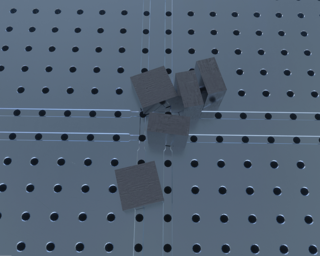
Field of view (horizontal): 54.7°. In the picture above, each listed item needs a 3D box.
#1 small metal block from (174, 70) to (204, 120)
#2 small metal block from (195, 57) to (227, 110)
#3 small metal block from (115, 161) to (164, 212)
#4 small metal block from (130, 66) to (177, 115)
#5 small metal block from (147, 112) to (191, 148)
[{"bbox_3d":[0.037,-0.042,0.414,0.025,0.050,0.050,-11,71,-5],"label":"small metal block"},{"bbox_3d":[0.066,-0.060,0.421,0.025,0.050,0.050,-14,71,-5],"label":"small metal block"},{"bbox_3d":[-0.025,0.073,0.385,0.050,0.025,0.050,-13,71,-5],"label":"small metal block"},{"bbox_3d":[-0.009,-0.052,0.431,0.050,0.025,0.050,-20,71,-8],"label":"small metal block"},{"bbox_3d":[0.011,0.003,0.397,0.050,0.050,0.025,7,70,2],"label":"small metal block"}]
